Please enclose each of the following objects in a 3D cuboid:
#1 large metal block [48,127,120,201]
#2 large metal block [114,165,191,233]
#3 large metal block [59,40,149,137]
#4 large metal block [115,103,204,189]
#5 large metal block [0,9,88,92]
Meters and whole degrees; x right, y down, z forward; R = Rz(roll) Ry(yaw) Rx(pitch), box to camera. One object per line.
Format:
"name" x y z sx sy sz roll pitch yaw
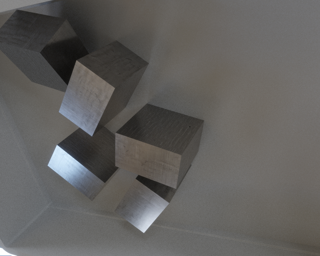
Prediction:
"large metal block" -0.098 0.043 0.449 0.080 0.080 0.050 38 129 2
"large metal block" -0.009 0.083 0.428 0.050 0.080 0.079 35 129 4
"large metal block" -0.067 -0.049 0.377 0.050 0.080 0.079 36 129 3
"large metal block" 0.001 0.018 0.383 0.080 0.080 0.050 18 125 17
"large metal block" -0.138 -0.091 0.379 0.080 0.050 0.080 18 158 24
